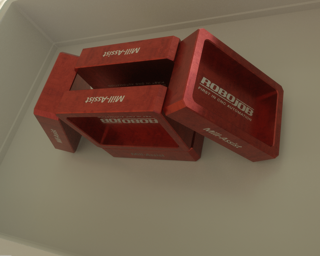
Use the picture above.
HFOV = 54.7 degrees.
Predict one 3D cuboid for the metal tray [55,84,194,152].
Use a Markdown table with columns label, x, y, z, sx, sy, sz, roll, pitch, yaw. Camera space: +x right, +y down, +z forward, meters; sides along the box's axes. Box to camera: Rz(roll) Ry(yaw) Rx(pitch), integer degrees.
| label | x | y | z | sx | sy | sz | roll | pitch | yaw |
| --- | --- | --- | --- | --- | --- | --- | --- | --- | --- |
| metal tray | -0.038 | -0.008 | 0.348 | 0.130 | 0.090 | 0.030 | 0 | 62 | 28 |

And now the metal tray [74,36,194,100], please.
| label | x | y | z | sx | sy | sz | roll | pitch | yaw |
| --- | --- | --- | --- | --- | --- | --- | --- | --- | --- |
| metal tray | -0.024 | -0.061 | 0.373 | 0.130 | 0.090 | 0.030 | 0 | 62 | 28 |

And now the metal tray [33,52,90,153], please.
| label | x | y | z | sx | sy | sz | roll | pitch | yaw |
| --- | --- | --- | --- | --- | --- | --- | --- | --- | --- |
| metal tray | -0.125 | -0.029 | 0.422 | 0.030 | 0.129 | 0.090 | 15 | 66 | -1 |

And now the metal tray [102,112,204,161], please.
| label | x | y | z | sx | sy | sz | roll | pitch | yaw |
| --- | --- | --- | --- | --- | --- | --- | --- | --- | --- |
| metal tray | -0.006 | -0.006 | 0.408 | 0.130 | 0.030 | 0.090 | 0 | 62 | 27 |

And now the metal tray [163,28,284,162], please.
| label | x | y | z | sx | sy | sz | roll | pitch | yaw |
| --- | --- | --- | --- | --- | --- | --- | --- | --- | --- |
| metal tray | 0.072 | -0.030 | 0.318 | 0.030 | 0.131 | 0.090 | -22 | 47 | 53 |
